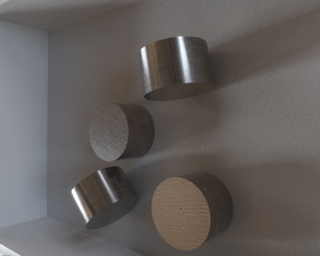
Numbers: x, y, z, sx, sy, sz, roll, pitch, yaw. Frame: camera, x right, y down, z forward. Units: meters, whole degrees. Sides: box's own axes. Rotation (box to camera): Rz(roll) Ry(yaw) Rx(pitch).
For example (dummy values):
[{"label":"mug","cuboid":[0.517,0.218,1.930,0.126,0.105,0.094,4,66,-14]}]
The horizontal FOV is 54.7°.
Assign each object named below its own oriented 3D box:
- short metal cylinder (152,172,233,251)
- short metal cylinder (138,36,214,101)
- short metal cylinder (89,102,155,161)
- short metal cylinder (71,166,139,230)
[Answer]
[{"label":"short metal cylinder","cuboid":[0.037,0.094,0.360,0.080,0.050,0.080,0,90,40]},{"label":"short metal cylinder","cuboid":[0.018,-0.065,0.356,0.080,0.081,0.050,-13,82,39]},{"label":"short metal cylinder","cuboid":[-0.054,0.005,0.435,0.080,0.050,0.080,0,90,40]},{"label":"short metal cylinder","cuboid":[-0.076,0.098,0.434,0.080,0.081,0.050,-49,61,29]}]
